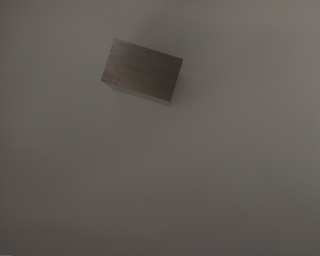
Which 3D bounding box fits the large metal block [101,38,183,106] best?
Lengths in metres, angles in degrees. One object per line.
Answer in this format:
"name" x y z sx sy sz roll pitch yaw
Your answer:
"large metal block" -0.020 -0.065 0.384 0.080 0.080 0.050 17 90 0
